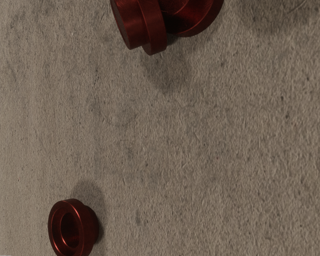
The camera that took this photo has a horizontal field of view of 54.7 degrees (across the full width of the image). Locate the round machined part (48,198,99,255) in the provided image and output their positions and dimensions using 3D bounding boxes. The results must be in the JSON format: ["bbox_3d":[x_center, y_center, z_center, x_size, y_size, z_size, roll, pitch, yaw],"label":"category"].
[{"bbox_3d":[-0.137,0.164,0.504,0.098,0.042,0.097,0,90,39],"label":"round machined part"}]

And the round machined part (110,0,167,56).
[{"bbox_3d":[-0.030,-0.135,0.379,0.042,0.098,0.098,-22,71,-7],"label":"round machined part"}]

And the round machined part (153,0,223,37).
[{"bbox_3d":[0.025,-0.163,0.372,0.098,0.042,0.097,0,90,39],"label":"round machined part"}]
